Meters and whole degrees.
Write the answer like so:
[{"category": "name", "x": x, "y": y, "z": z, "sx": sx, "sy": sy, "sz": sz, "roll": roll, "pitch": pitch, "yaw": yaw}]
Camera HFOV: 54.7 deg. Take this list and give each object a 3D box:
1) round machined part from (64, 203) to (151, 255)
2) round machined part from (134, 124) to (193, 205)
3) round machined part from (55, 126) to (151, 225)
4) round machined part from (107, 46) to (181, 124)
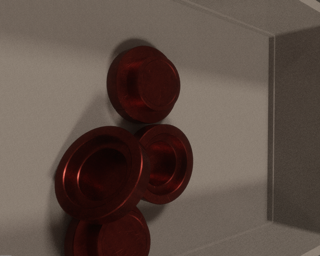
[{"category": "round machined part", "x": -0.049, "y": 0.125, "z": 0.340, "sx": 0.099, "sy": 0.042, "sz": 0.098, "roll": 16, "pitch": 64, "yaw": -37}, {"category": "round machined part", "x": -0.007, "y": 0.044, "z": 0.392, "sx": 0.099, "sy": 0.042, "sz": 0.097, "roll": 0, "pitch": 90, "yaw": -40}, {"category": "round machined part", "x": -0.054, "y": 0.050, "z": 0.320, "sx": 0.098, "sy": 0.098, "sz": 0.042, "roll": -66, "pitch": 149, "yaw": -19}, {"category": "round machined part", "x": -0.013, "y": -0.054, "z": 0.386, "sx": 0.099, "sy": 0.042, "sz": 0.097, "roll": 0, "pitch": 90, "yaw": -40}]
